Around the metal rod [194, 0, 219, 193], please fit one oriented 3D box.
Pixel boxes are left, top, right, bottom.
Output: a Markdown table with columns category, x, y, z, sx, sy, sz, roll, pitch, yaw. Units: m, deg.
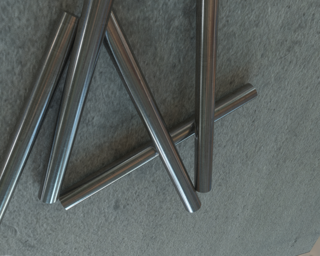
| category | x | y | z | sx | sy | sz | roll | pitch | yaw |
| --- | --- | --- | --- | --- | --- | --- | --- | --- | --- |
| metal rod | 0.056 | -0.049 | 0.385 | 0.025 | 0.025 | 0.298 | -13 | 117 | -22 |

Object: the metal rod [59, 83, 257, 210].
| category | x | y | z | sx | sy | sz | roll | pitch | yaw |
| --- | --- | --- | --- | --- | --- | --- | --- | --- | --- |
| metal rod | 0.004 | 0.020 | 0.423 | 0.301 | 0.025 | 0.025 | -30 | 129 | -10 |

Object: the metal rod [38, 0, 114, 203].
| category | x | y | z | sx | sy | sz | roll | pitch | yaw |
| --- | --- | --- | --- | --- | --- | --- | --- | --- | --- |
| metal rod | -0.086 | -0.038 | 0.317 | 0.025 | 0.025 | 0.298 | 5 | 122 | -31 |

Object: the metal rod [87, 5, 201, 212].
| category | x | y | z | sx | sy | sz | roll | pitch | yaw |
| --- | --- | --- | --- | --- | --- | --- | --- | --- | --- |
| metal rod | -0.006 | -0.003 | 0.377 | 0.025 | 0.025 | 0.299 | -30 | 121 | -9 |

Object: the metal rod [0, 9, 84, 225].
| category | x | y | z | sx | sy | sz | roll | pitch | yaw |
| --- | --- | --- | --- | --- | --- | --- | --- | --- | --- |
| metal rod | -0.151 | 0.018 | 0.336 | 0.025 | 0.025 | 0.298 | 17 | 109 | -35 |
